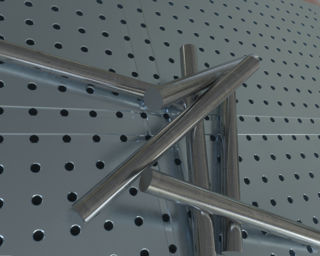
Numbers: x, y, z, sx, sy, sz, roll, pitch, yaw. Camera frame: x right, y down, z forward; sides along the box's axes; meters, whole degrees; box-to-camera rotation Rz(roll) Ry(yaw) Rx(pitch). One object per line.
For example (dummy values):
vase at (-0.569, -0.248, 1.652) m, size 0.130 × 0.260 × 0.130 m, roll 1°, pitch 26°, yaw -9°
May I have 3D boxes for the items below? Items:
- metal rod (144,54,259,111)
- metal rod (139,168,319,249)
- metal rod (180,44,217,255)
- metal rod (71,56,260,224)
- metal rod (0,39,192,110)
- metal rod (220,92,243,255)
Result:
metal rod at (0.079, -0.075, 0.438) m, size 0.025 × 0.025 × 0.302 m, roll 52°, pitch 39°, yaw 8°
metal rod at (0.110, 0.106, 0.371) m, size 0.302 × 0.025 × 0.025 m, roll 24°, pitch 53°, yaw -26°
metal rod at (0.046, 0.022, 0.397) m, size 0.025 × 0.025 × 0.299 m, roll 9°, pitch 65°, yaw -24°
metal rod at (0.024, -0.001, 0.374) m, size 0.301 × 0.025 × 0.025 m, roll -40°, pitch 85°, yaw -24°
metal rod at (-0.084, -0.066, 0.402) m, size 0.302 × 0.025 × 0.025 m, roll 14°, pitch 56°, yaw -21°
metal rod at (0.100, 0.023, 0.446) m, size 0.025 × 0.025 × 0.300 m, roll 19°, pitch 54°, yaw -17°
